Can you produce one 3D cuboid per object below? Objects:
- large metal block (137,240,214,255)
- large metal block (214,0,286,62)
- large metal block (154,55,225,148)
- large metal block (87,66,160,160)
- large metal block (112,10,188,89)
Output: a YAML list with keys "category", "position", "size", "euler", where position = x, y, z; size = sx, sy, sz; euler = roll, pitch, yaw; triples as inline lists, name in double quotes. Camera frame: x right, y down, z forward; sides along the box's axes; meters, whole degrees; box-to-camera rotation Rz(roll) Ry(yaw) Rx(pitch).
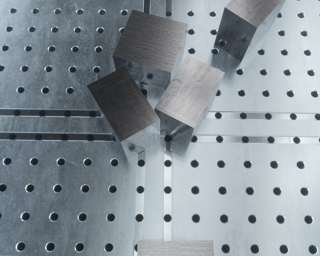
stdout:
- category: "large metal block"
  position: [0.016, 0.165, 0.338]
  size: [0.081, 0.050, 0.080]
  euler: [0, 70, -1]
- category: "large metal block"
  position: [0.128, -0.156, 0.441]
  size: [0.050, 0.080, 0.080]
  euler: [38, 74, 12]
- category: "large metal block"
  position: [0.035, -0.030, 0.394]
  size: [0.050, 0.080, 0.080]
  euler: [28, 72, 9]
- category: "large metal block"
  position: [-0.042, -0.016, 0.388]
  size: [0.050, 0.080, 0.080]
  euler: [-30, 73, -11]
- category: "large metal block"
  position: [-0.012, -0.110, 0.439]
  size: [0.080, 0.050, 0.080]
  euler: [17, 71, 5]
